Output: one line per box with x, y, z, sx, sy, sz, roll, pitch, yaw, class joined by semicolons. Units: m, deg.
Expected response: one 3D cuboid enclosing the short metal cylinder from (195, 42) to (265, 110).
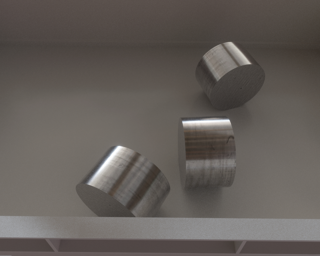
0.096;-0.071;0.431;0.081;0.080;0.050;-15;52;-12;short metal cylinder

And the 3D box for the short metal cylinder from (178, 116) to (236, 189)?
0.049;0.027;0.347;0.050;0.080;0.080;-2;50;-2;short metal cylinder

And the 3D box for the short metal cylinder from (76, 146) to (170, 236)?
-0.037;0.064;0.315;0.080;0.080;0.050;24;54;18;short metal cylinder
